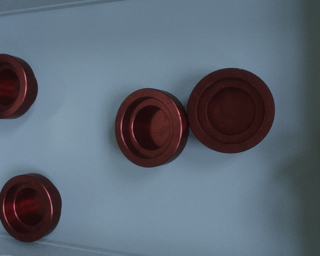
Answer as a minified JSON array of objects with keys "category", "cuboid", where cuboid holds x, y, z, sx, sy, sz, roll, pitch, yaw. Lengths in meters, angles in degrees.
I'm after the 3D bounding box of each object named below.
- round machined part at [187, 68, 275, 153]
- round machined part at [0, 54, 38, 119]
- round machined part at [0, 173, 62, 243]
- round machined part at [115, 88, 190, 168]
[{"category":"round machined part","cuboid":[0.085,-0.020,0.371,0.098,0.042,0.097,0,90,19]},{"category":"round machined part","cuboid":[-0.232,-0.062,0.481,0.098,0.042,0.097,0,90,19]},{"category":"round machined part","cuboid":[-0.189,0.116,0.466,0.098,0.042,0.097,0,90,19]},{"category":"round machined part","cuboid":[-0.006,0.000,0.396,0.098,0.042,0.097,0,90,31]}]
